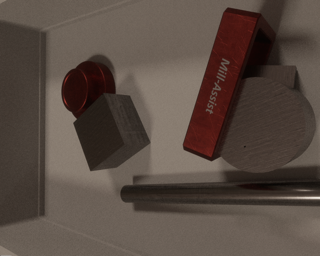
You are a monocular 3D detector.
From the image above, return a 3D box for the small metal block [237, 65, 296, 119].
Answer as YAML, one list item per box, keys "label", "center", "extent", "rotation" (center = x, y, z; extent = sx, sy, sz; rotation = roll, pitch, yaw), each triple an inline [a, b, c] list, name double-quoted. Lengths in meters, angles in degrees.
- label: "small metal block"
  center: [0.107, -0.036, 0.309]
  extent: [0.050, 0.025, 0.050]
  rotation: [6, 96, 25]

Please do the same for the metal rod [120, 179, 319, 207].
- label: "metal rod"
  center: [0.068, 0.074, 0.349]
  extent: [0.300, 0.025, 0.025]
  rotation: [-10, 84, 39]

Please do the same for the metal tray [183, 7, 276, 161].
- label: "metal tray"
  center: [0.070, -0.039, 0.302]
  extent: [0.030, 0.090, 0.129]
  rotation: [22, 104, 25]

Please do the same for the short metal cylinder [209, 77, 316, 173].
- label: "short metal cylinder"
  center: [0.092, -0.003, 0.278]
  extent: [0.080, 0.050, 0.079]
  rotation: [1, 92, 34]

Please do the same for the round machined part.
- label: "round machined part"
  center: [-0.119, -0.058, 0.491]
  extent: [0.098, 0.042, 0.097]
  rotation: [0, 90, 39]

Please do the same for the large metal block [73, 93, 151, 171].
- label: "large metal block"
  center: [-0.071, 0.007, 0.447]
  extent: [0.080, 0.050, 0.080]
  rotation: [-37, 68, 33]
